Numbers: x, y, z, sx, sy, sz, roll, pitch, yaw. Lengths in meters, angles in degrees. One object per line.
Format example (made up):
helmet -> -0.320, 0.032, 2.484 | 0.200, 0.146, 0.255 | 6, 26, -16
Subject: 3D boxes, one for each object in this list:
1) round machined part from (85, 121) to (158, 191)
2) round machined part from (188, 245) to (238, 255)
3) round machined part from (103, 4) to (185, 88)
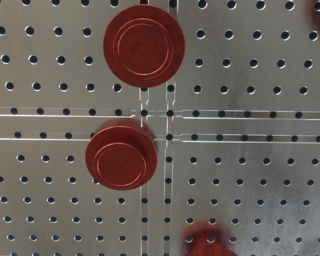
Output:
round machined part -> -0.052, 0.044, 0.420 | 0.099, 0.042, 0.097 | 0, 110, 0
round machined part -> 0.081, 0.225, 0.488 | 0.099, 0.042, 0.097 | 0, 110, 0
round machined part -> -0.019, -0.095, 0.369 | 0.099, 0.042, 0.097 | 0, 110, 0
